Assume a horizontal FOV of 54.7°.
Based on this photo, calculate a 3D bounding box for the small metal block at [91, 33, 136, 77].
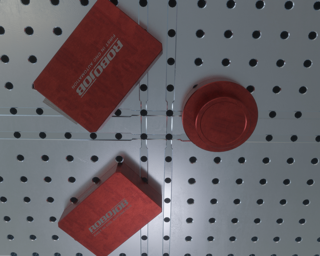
[{"bbox_3d":[-0.057,-0.088,0.380,0.050,0.025,0.050,9,110,-4],"label":"small metal block"}]

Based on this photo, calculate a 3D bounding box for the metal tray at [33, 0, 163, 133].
[{"bbox_3d":[-0.070,-0.071,0.362,0.090,0.030,0.130,39,94,-3],"label":"metal tray"}]

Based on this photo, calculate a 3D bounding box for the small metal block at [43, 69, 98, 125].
[{"bbox_3d":[-0.111,-0.041,0.397,0.050,0.025,0.050,36,106,-13],"label":"small metal block"}]

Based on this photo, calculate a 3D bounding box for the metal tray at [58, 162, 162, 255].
[{"bbox_3d":[-0.072,0.123,0.455,0.130,0.030,0.090,-42,105,14],"label":"metal tray"}]

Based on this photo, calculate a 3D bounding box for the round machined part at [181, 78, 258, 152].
[{"bbox_3d":[0.078,-0.012,0.400,0.099,0.042,0.097,0,110,0],"label":"round machined part"}]
